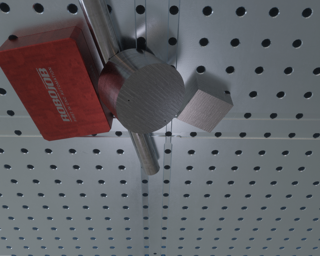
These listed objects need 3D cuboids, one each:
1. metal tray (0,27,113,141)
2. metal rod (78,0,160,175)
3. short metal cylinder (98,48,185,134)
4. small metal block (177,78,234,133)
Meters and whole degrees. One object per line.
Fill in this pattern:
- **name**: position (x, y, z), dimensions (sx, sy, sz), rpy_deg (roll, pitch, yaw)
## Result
- **metal tray**: position (-0.118, -0.046, 0.368), dimensions (0.090, 0.030, 0.129), rpy_deg (-9, 130, 7)
- **metal rod**: position (-0.045, -0.049, 0.369), dimensions (0.025, 0.025, 0.299), rpy_deg (-10, 130, 8)
- **short metal cylinder**: position (-0.020, -0.041, 0.339), dimensions (0.081, 0.050, 0.079), rpy_deg (-18, 127, -24)
- **small metal block**: position (0.055, -0.027, 0.389), dimensions (0.050, 0.025, 0.050), rpy_deg (22, 127, -18)
